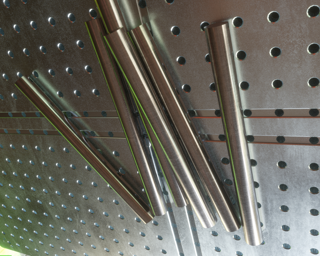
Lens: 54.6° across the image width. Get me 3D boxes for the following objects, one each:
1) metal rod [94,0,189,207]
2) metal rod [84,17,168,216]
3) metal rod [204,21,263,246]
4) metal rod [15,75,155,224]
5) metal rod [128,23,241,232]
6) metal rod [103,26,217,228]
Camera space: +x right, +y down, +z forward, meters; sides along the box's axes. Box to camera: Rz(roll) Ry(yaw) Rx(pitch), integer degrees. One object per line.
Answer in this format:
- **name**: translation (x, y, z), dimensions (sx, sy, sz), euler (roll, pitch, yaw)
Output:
- **metal rod**: translation (-0.015, -0.021, 0.406), dimensions (0.025, 0.025, 0.299), euler (-7, 115, 31)
- **metal rod**: translation (-0.039, 0.000, 0.432), dimensions (0.025, 0.025, 0.299), euler (-3, 117, 29)
- **metal rod**: translation (0.095, 0.026, 0.377), dimensions (0.025, 0.025, 0.299), euler (-2, 118, 29)
- **metal rod**: translation (-0.115, 0.037, 0.495), dimensions (0.300, 0.025, 0.025), euler (48, 129, -6)
- **metal rod**: translation (0.039, 0.012, 0.398), dimensions (0.025, 0.025, 0.299), euler (-16, 111, 34)
- **metal rod**: translation (0.011, 0.016, 0.398), dimensions (0.025, 0.025, 0.299), euler (-11, 119, 33)
